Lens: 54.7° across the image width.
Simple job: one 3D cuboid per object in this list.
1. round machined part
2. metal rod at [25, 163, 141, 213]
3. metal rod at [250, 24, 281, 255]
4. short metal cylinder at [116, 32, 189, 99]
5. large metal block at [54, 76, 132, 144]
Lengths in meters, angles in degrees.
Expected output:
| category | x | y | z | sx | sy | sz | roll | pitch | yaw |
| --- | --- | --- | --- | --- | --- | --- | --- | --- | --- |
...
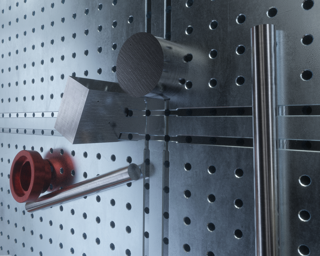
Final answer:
| category | x | y | z | sx | sy | sz | roll | pitch | yaw |
| --- | --- | --- | --- | --- | --- | --- | --- | --- | --- |
| round machined part | -0.244 | 0.091 | 0.591 | 0.098 | 0.042 | 0.097 | -7 | 79 | 40 |
| metal rod | -0.146 | 0.109 | 0.526 | 0.299 | 0.025 | 0.025 | -23 | 76 | 37 |
| metal rod | 0.109 | 0.046 | 0.318 | 0.025 | 0.025 | 0.298 | -2 | 89 | 39 |
| short metal cylinder | -0.011 | -0.078 | 0.400 | 0.080 | 0.050 | 0.079 | 0 | 90 | 39 |
| large metal block | -0.095 | -0.025 | 0.450 | 0.050 | 0.081 | 0.079 | 33 | 110 | 35 |
